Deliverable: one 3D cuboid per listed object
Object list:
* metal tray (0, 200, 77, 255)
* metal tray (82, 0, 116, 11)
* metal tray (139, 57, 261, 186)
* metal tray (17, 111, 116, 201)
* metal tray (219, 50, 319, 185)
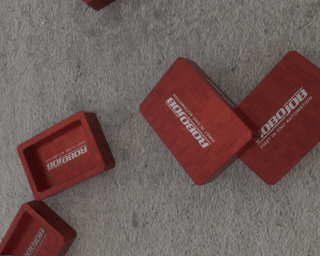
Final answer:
[{"bbox_3d":[-0.197,0.187,0.475,0.090,0.030,0.129,35,101,16],"label":"metal tray"},{"bbox_3d":[-0.059,-0.235,0.427,0.130,0.030,0.090,-22,83,18],"label":"metal tray"},{"bbox_3d":[0.042,-0.009,0.370,0.090,0.030,0.130,-49,65,25],"label":"metal tray"},{"bbox_3d":[-0.140,0.042,0.455,0.130,0.030,0.090,-26,82,18],"label":"metal tray"},{"bbox_3d":[0.140,-0.011,0.357,0.090,0.030,0.130,44,104,14],"label":"metal tray"}]
